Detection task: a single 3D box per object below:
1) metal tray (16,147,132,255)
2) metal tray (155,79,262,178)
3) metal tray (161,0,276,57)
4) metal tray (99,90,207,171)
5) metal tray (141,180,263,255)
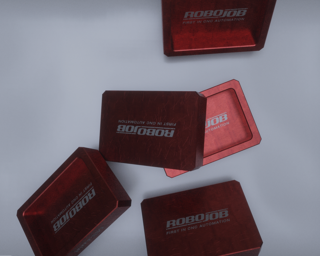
[{"bbox_3d":[-0.108,0.098,0.377,0.130,0.030,0.090,-44,64,11],"label":"metal tray"},{"bbox_3d":[0.055,0.001,0.409,0.131,0.030,0.090,-21,90,-1],"label":"metal tray"},{"bbox_3d":[0.068,-0.136,0.380,0.131,0.090,0.030,-4,52,-1],"label":"metal tray"},{"bbox_3d":[-0.012,0.000,0.382,0.130,0.030,0.089,4,90,25],"label":"metal tray"},{"bbox_3d":[0.047,0.122,0.383,0.131,0.030,0.090,-12,49,-1],"label":"metal tray"}]
